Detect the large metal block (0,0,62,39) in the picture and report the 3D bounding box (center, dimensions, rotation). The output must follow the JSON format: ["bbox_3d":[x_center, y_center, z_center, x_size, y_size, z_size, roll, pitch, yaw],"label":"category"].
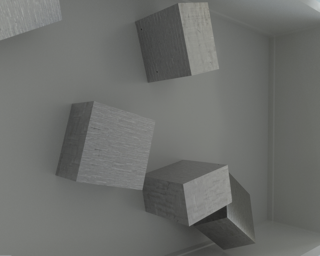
[{"bbox_3d":[-0.135,-0.124,0.253,0.081,0.050,0.079,-36,147,-34],"label":"large metal block"}]

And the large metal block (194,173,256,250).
[{"bbox_3d":[0.093,0.118,0.451,0.080,0.050,0.080,45,34,-31],"label":"large metal block"}]

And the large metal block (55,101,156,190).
[{"bbox_3d":[-0.058,0.021,0.343,0.081,0.050,0.080,17,79,-39],"label":"large metal block"}]

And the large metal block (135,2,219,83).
[{"bbox_3d":[0.020,-0.105,0.390,0.050,0.080,0.079,-20,103,-39],"label":"large metal block"}]

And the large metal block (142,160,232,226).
[{"bbox_3d":[0.034,0.079,0.401,0.081,0.080,0.050,-14,99,-39],"label":"large metal block"}]
